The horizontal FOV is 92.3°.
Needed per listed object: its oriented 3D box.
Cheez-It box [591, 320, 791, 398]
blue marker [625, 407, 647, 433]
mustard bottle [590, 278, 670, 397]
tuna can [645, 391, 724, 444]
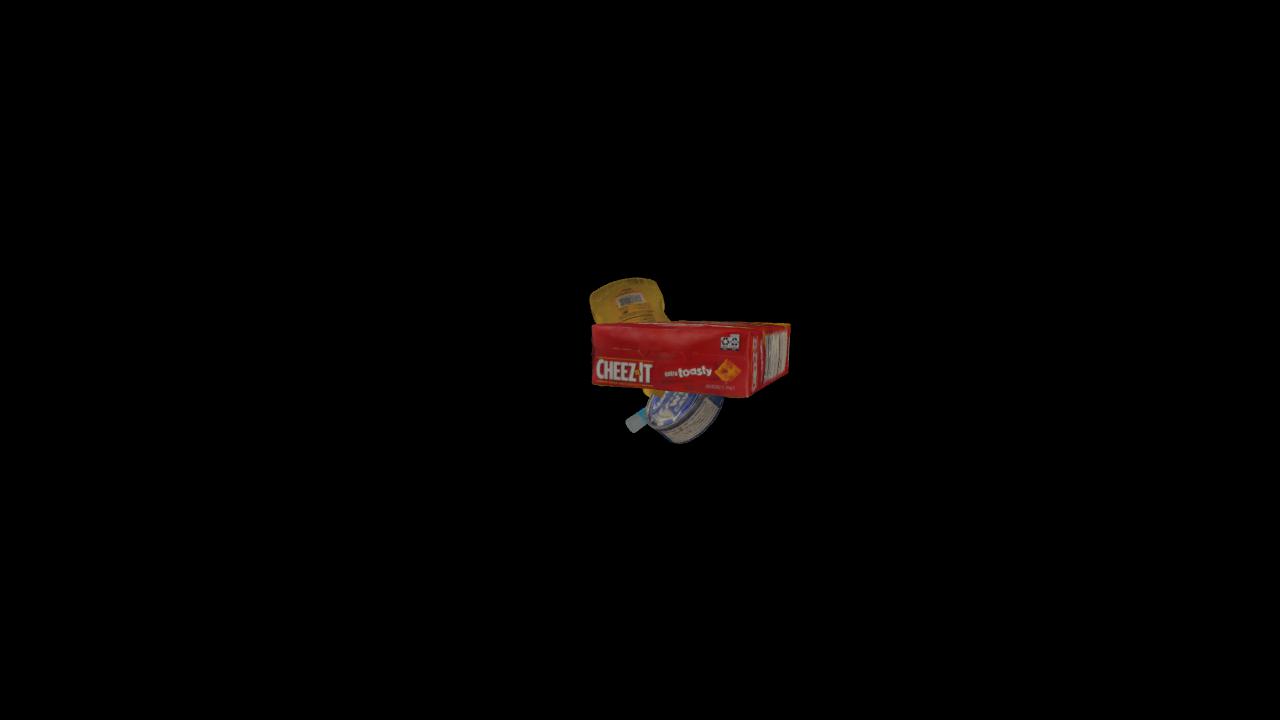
[{"bbox_3d":[0.068,-0.008,0.686,0.166,0.071,0.223,2,5,23],"label":"Cheez-It box"},{"bbox_3d":[0.034,0.049,0.754,0.121,0.020,0.020,-33,16,-26],"label":"blue marker"},{"bbox_3d":[0.004,-0.020,0.718,0.092,0.184,0.054,-10,-42,-14],"label":"mustard bottle"},{"bbox_3d":[0.047,0.045,0.641,0.034,0.084,0.084,41,-21,-26],"label":"tuna can"}]
